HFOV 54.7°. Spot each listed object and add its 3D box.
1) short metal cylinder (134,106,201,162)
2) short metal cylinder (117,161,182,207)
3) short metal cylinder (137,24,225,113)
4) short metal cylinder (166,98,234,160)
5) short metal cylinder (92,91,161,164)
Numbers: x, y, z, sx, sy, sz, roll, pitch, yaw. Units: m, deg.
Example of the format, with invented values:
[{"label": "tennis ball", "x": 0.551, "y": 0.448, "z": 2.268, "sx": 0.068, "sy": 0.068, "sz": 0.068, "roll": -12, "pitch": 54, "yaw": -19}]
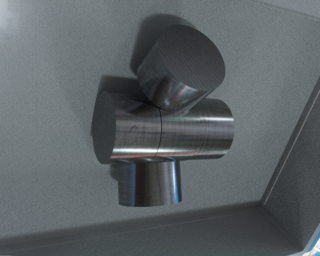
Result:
[{"label": "short metal cylinder", "x": 0.005, "y": 0.001, "z": 0.374, "sx": 0.050, "sy": 0.080, "sz": 0.079, "roll": 1, "pitch": 118, "yaw": -29}, {"label": "short metal cylinder", "x": -0.013, "y": 0.069, "z": 0.397, "sx": 0.081, "sy": 0.080, "sz": 0.050, "roll": 0, "pitch": 84, "yaw": -29}, {"label": "short metal cylinder", "x": 0.023, "y": -0.063, "z": 0.335, "sx": 0.081, "sy": 0.080, "sz": 0.050, "roll": 2, "pitch": 155, "yaw": -29}, {"label": "short metal cylinder", "x": 0.049, "y": 0.001, "z": 0.398, "sx": 0.050, "sy": 0.080, "sz": 0.079, "roll": 1, "pitch": 118, "yaw": -29}, {"label": "short metal cylinder", "x": -0.040, "y": 0.000, "z": 0.349, "sx": 0.050, "sy": 0.080, "sz": 0.079, "roll": 1, "pitch": 118, "yaw": -29}]
